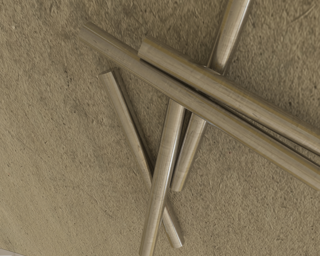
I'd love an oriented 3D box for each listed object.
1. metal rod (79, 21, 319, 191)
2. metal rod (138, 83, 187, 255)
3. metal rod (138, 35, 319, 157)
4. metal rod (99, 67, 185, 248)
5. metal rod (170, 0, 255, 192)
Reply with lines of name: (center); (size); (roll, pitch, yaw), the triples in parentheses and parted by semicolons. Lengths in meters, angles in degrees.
metal rod: (0.042, -0.027, 0.334); (0.301, 0.025, 0.025); (33, 129, 5)
metal rod: (0.003, 0.069, 0.424); (0.025, 0.025, 0.298); (20, 119, 17)
metal rod: (0.115, -0.011, 0.316); (0.301, 0.025, 0.025); (29, 129, 0)
metal rod: (-0.019, 0.057, 0.452); (0.025, 0.025, 0.298); (-6, 116, 31)
metal rod: (0.054, -0.035, 0.356); (0.025, 0.025, 0.298); (24, 127, 13)
